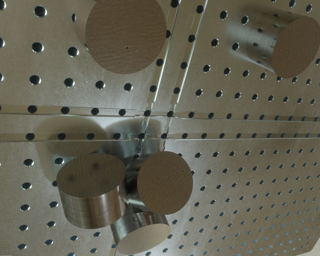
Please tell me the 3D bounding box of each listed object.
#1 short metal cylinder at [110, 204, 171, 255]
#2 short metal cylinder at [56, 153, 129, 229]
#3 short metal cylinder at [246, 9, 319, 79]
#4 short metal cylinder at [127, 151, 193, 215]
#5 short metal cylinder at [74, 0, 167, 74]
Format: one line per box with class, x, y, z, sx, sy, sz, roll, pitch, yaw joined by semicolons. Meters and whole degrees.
short metal cylinder;-0.031;0.141;0.454;0.081;0.050;0.080;-15;138;-14
short metal cylinder;-0.080;0.075;0.378;0.081;0.080;0.050;-14;124;-21
short metal cylinder;0.165;-0.113;0.415;0.081;0.050;0.079;-14;124;-21
short metal cylinder;-0.004;0.072;0.413;0.081;0.050;0.080;5;79;-27
short metal cylinder;-0.040;-0.100;0.311;0.081;0.050;0.079;-14;124;-21
